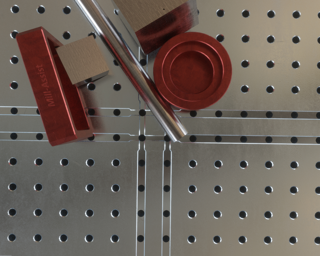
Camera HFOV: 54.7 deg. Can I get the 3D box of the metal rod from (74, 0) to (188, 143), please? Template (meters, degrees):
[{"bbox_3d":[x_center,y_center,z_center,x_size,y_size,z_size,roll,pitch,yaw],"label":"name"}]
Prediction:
[{"bbox_3d":[-0.058,-0.110,0.412,0.025,0.025,0.299,-35,90,0],"label":"metal rod"}]

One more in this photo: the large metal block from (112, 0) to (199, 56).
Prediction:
[{"bbox_3d":[-0.009,-0.152,0.388,0.080,0.050,0.080,-31,68,0],"label":"large metal block"}]

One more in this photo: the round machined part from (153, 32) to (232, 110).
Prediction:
[{"bbox_3d":[0.041,-0.071,0.405,0.099,0.042,0.097,0,90,-1],"label":"round machined part"}]

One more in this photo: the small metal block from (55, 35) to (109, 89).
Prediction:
[{"bbox_3d":[-0.101,-0.086,0.406,0.050,0.025,0.050,-26,92,-15],"label":"small metal block"}]

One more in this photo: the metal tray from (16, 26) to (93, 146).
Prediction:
[{"bbox_3d":[-0.124,-0.046,0.379,0.030,0.090,0.129,-18,90,0],"label":"metal tray"}]
